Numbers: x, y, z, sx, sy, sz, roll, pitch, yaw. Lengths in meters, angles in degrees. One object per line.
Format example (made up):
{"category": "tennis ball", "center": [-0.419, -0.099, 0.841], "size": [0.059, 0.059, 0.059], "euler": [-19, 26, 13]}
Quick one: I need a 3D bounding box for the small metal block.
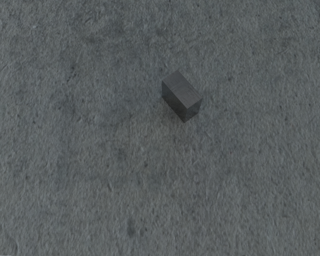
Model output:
{"category": "small metal block", "center": [0.028, -0.041, 0.410], "size": [0.025, 0.050, 0.050], "euler": [-36, 74, -12]}
